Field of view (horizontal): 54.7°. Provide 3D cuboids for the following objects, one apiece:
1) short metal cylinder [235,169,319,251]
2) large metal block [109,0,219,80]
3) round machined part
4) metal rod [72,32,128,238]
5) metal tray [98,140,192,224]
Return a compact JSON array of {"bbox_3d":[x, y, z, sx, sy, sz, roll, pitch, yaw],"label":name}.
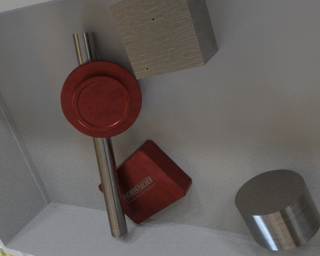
[{"bbox_3d":[0.135,0.092,0.359,0.080,0.080,0.050,-19,109,35],"label":"short metal cylinder"},{"bbox_3d":[0.006,-0.103,0.324,0.080,0.050,0.080,-6,115,31],"label":"large metal block"},{"bbox_3d":[-0.071,-0.033,0.381,0.099,0.042,0.097,-3,108,-10],"label":"round machined part"},{"bbox_3d":[-0.080,0.022,0.433,0.025,0.025,0.298,3,111,26],"label":"metal rod"},{"bbox_3d":[-0.026,0.086,0.471,0.090,0.030,0.129,45,129,-4],"label":"metal tray"}]
